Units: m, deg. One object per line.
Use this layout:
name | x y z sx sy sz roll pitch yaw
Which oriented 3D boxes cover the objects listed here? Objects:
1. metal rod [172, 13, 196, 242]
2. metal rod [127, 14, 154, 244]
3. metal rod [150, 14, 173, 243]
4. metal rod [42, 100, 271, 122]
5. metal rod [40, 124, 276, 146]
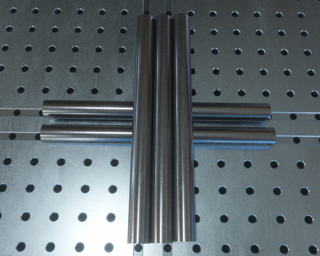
metal rod | 0.028 -0.016 0.392 0.025 0.025 0.299 1 70 0
metal rod | -0.022 -0.014 0.390 0.025 0.025 0.299 1 70 0
metal rod | 0.003 -0.014 0.391 0.025 0.025 0.299 1 70 0
metal rod | -0.004 -0.023 0.420 0.302 0.025 0.025 1 70 0
metal rod | -0.002 0.009 0.408 0.302 0.025 0.025 1 70 0
